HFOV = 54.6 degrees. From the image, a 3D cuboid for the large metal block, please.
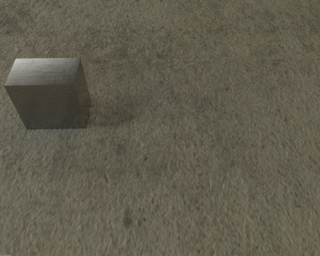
[{"bbox_3d":[-0.140,-0.043,0.403,0.080,0.080,0.050,-1,50,-1],"label":"large metal block"}]
